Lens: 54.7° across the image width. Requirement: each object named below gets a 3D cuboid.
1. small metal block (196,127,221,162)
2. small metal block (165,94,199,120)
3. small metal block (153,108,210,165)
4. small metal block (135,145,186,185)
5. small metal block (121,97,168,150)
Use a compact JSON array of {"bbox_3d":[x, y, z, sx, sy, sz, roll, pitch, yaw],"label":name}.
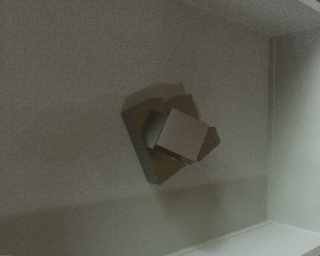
[{"bbox_3d":[0.047,0.021,0.429,0.050,0.050,0.025,-35,112,-35],"label":"small metal block"},{"bbox_3d":[0.025,-0.014,0.428,0.050,0.025,0.050,-31,110,-36],"label":"small metal block"},{"bbox_3d":[0.026,0.011,0.380,0.050,0.025,0.050,24,71,-2],"label":"small metal block"},{"bbox_3d":[0.001,0.039,0.408,0.050,0.025,0.050,-31,110,-36],"label":"small metal block"},{"bbox_3d":[-0.015,-0.006,0.394,0.050,0.025,0.050,-31,110,-36],"label":"small metal block"}]
